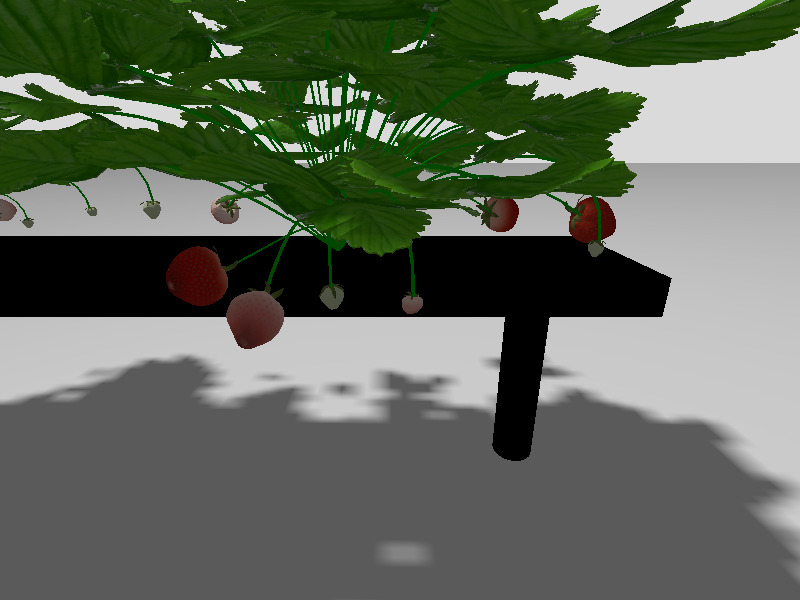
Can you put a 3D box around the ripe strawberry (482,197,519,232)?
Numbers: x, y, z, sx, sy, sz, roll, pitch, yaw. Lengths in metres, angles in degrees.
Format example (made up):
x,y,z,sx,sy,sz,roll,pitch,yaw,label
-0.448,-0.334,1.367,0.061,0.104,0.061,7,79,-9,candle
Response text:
x,y,z,sx,sy,sz,roll,pitch,yaw,label
0.115,-0.097,0.447,0.041,0.041,0.038,-7,21,-31,ripe strawberry

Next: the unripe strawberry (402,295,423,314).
x,y,z,sx,sy,sz,roll,pitch,yaw,label
0.006,0.002,0.199,0.011,0.010,0.010,-7,22,-19,unripe strawberry

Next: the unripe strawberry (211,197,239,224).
x,y,z,sx,sy,sz,roll,pitch,yaw,label
-0.213,-0.107,0.485,0.034,0.033,0.032,-14,5,45,unripe strawberry

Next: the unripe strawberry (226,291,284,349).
x,y,z,sx,sy,sz,roll,pitch,yaw,label
-0.066,0.010,0.179,0.025,0.026,0.027,1,38,3,unripe strawberry

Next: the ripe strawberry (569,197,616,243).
x,y,z,sx,sy,sz,roll,pitch,yaw,label
0.188,-0.075,0.386,0.045,0.044,0.042,18,16,-15,ripe strawberry

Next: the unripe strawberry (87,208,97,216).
x,y,z,sx,sy,sz,roll,pitch,yaw,label
-0.355,-0.101,0.462,0.010,0.010,0.009,-15,25,-35,unripe strawberry

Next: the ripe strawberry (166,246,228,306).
x,y,z,sx,sy,sz,roll,pitch,yaw,label
-0.115,-0.013,0.225,0.029,0.033,0.032,9,23,23,ripe strawberry

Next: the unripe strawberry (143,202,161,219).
x,y,z,sx,sy,sz,roll,pitch,yaw,label
-0.319,-0.115,0.516,0.021,0.022,0.020,-18,27,-40,unripe strawberry

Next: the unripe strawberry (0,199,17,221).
x,y,z,sx,sy,sz,roll,pitch,yaw,label
-0.506,-0.116,0.513,0.027,0.028,0.029,0,17,-1,unripe strawberry

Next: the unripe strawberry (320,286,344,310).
x,y,z,sx,sy,sz,roll,pitch,yaw,label
-0.036,-0.001,0.212,0.013,0.013,0.011,-2,21,-7,unripe strawberry

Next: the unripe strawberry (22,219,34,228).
x,y,z,sx,sy,sz,roll,pitch,yaw,label
-0.425,-0.087,0.458,0.011,0.010,0.010,14,25,34,unripe strawberry

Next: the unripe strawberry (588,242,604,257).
x,y,z,sx,sy,sz,roll,pitch,yaw,label
0.128,-0.033,0.263,0.010,0.010,0.011,10,23,25,unripe strawberry
